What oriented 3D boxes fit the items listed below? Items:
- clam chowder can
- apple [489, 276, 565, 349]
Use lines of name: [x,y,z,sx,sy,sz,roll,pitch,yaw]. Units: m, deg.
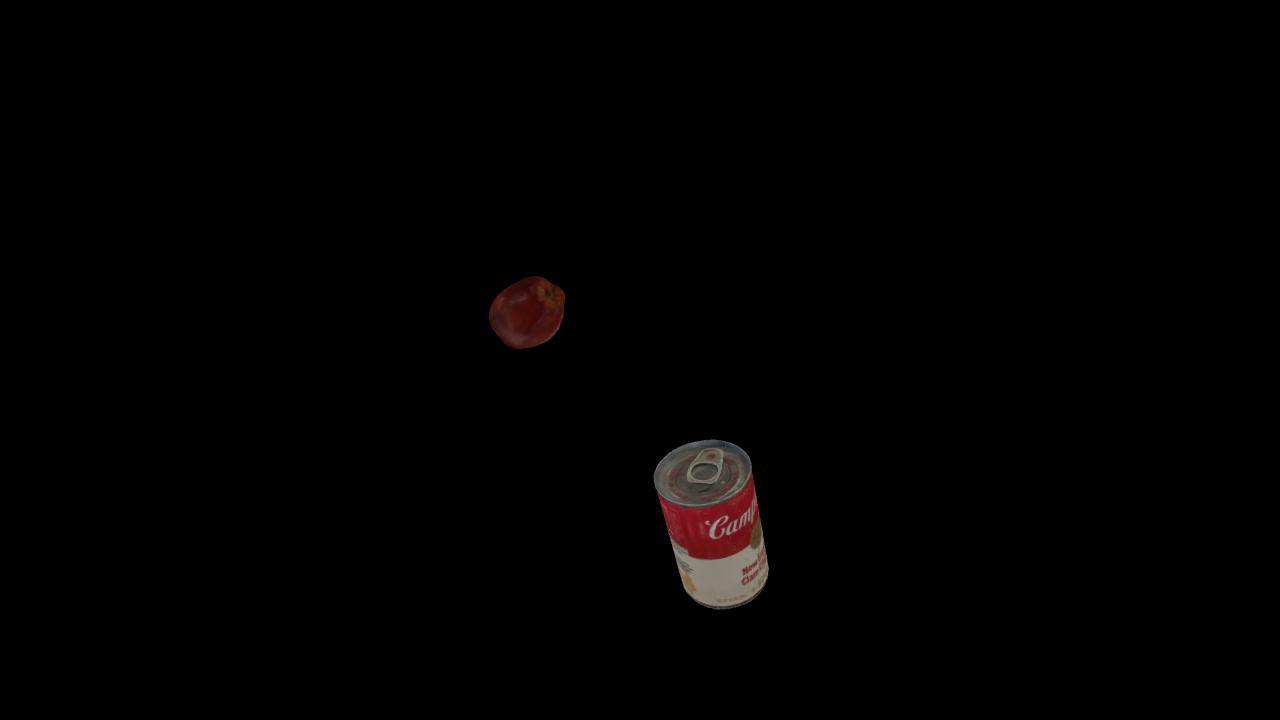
clam chowder can: [0.053,0.118,0.439,0.068,0.102,0.068,-11,28,6]
apple: [-0.127,-0.053,0.694,0.079,0.079,0.093,0,-20,-42]
